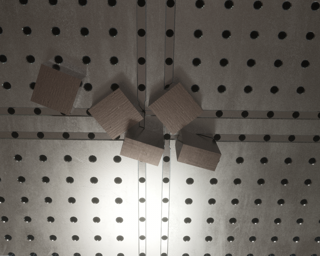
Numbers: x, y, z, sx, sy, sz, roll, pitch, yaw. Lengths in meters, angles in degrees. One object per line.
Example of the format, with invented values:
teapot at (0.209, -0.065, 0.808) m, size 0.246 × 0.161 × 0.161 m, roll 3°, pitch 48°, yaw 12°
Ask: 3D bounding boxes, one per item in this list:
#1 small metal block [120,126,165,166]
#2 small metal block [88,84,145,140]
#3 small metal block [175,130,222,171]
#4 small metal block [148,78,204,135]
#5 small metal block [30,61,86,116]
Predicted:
small metal block at (-0.022, 0.021, 0.408) m, size 0.050 × 0.050 × 0.025 m, roll 18°, pitch 109°, yaw -7°
small metal block at (-0.056, -0.021, 0.405) m, size 0.050 × 0.025 × 0.050 m, roll -35°, pitch 107°, yaw 11°
small metal block at (0.049, 0.029, 0.412) m, size 0.050 × 0.050 × 0.025 m, roll 16°, pitch 109°, yaw -6°
small metal block at (0.020, -0.028, 0.404) m, size 0.050 × 0.025 × 0.050 m, roll -37°, pitch 106°, yaw 12°
small metal block at (-0.128, -0.051, 0.393) m, size 0.050 × 0.025 × 0.050 m, roll 22°, pitch 109°, yaw -8°
